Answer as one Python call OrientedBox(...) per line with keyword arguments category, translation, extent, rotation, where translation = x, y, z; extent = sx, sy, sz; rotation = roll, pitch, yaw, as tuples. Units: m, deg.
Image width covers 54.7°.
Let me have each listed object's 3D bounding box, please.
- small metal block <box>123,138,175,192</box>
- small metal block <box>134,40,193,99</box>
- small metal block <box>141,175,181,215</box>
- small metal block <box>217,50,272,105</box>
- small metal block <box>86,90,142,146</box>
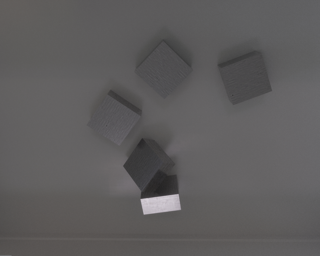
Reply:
OrientedBox(category="small metal block", translation=(-0.015, 0.050, 0.414), extent=(0.025, 0.050, 0.050), rotation=(15, 116, -49))
OrientedBox(category="small metal block", translation=(0.005, -0.073, 0.384), extent=(0.050, 0.025, 0.050), rotation=(42, 105, -14))
OrientedBox(category="small metal block", translation=(0.001, 0.092, 0.431), extent=(0.050, 0.050, 0.025), rotation=(-8, 111, 3))
OrientedBox(category="small metal block", translation=(0.106, -0.063, 0.389), extent=(0.050, 0.025, 0.050), rotation=(-20, 109, 7))
OrientedBox(category="small metal block", translation=(-0.059, -0.013, 0.406), extent=(0.050, 0.025, 0.050), rotation=(34, 107, -12))
